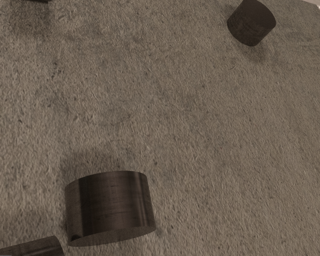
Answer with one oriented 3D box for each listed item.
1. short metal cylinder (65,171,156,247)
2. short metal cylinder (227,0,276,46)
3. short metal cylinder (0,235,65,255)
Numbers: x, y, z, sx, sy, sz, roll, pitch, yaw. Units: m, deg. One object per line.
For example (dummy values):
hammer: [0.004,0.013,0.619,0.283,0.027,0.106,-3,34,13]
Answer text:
short metal cylinder: [-0.048,0.079,0.296,0.081,0.080,0.050,2,61,-28]
short metal cylinder: [0.182,-0.211,0.617,0.081,0.050,0.080,14,56,-21]
short metal cylinder: [-0.101,0.129,0.236,0.050,0.080,0.080,-5,64,-31]
